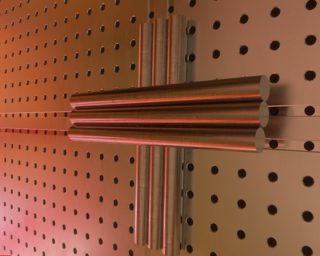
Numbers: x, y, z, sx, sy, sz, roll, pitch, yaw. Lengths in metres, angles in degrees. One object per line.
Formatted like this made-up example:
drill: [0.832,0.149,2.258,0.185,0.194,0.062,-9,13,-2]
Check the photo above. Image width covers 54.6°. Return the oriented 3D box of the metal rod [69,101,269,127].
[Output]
metal rod: [-0.016,-0.015,0.391,0.300,0.025,0.025,1,91,40]

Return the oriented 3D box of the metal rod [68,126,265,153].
metal rod: [-0.019,0.010,0.393,0.300,0.025,0.025,1,91,40]

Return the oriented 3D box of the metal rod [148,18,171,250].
metal rod: [0.000,0.009,0.411,0.025,0.025,0.298,2,92,40]

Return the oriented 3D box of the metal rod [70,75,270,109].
metal rod: [-0.016,-0.040,0.391,0.300,0.025,0.025,1,91,40]

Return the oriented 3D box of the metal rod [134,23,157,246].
metal rod: [-0.019,0.009,0.426,0.025,0.025,0.298,2,92,40]

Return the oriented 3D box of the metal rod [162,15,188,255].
metal rod: [0.019,0.010,0.395,0.025,0.025,0.298,2,92,40]
